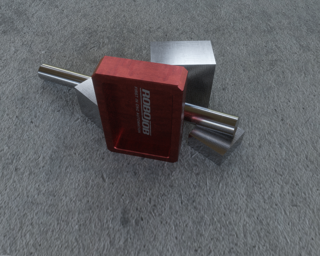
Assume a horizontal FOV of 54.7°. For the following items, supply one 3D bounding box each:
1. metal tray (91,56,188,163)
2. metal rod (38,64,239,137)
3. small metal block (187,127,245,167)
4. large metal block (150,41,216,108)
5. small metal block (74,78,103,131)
[{"bbox_3d":[-0.019,-0.015,0.349,0.090,0.129,0.030,9,51,8],"label":"metal tray"},{"bbox_3d":[-0.043,-0.044,0.423,0.301,0.025,0.025,17,52,20],"label":"metal rod"},{"bbox_3d":[0.071,0.013,0.395,0.050,0.025,0.050,34,58,25],"label":"small metal block"},{"bbox_3d":[0.028,-0.072,0.428,0.081,0.080,0.050,-2,50,-2],"label":"large metal block"},{"bbox_3d":[-0.083,-0.030,0.412,0.050,0.050,0.025,37,59,26],"label":"small metal block"}]
